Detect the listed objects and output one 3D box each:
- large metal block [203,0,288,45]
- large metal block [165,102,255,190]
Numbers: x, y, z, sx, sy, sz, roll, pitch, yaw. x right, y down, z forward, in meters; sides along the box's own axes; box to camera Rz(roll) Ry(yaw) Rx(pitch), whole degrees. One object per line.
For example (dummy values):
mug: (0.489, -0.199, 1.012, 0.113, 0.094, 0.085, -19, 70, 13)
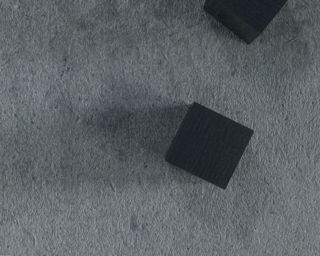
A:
large metal block: (0.115, -0.169, 0.398, 0.080, 0.050, 0.080, 38, 90, 0)
large metal block: (0.060, 0.021, 0.398, 0.080, 0.050, 0.080, 26, 90, 0)
